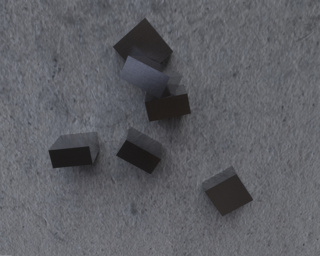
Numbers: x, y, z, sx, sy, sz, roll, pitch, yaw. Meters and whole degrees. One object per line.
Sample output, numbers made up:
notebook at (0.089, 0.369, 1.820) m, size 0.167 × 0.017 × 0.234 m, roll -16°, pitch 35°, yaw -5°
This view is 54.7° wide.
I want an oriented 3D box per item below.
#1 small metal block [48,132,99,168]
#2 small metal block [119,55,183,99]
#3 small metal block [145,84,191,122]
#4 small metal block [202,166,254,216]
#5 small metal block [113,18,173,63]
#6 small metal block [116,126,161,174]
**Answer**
small metal block at (-0.110, 0.028, 0.405) m, size 0.050 × 0.050 × 0.025 m, roll -6°, pitch 110°, yaw 2°
small metal block at (-0.008, -0.057, 0.341) m, size 0.050 × 0.050 × 0.025 m, roll 29°, pitch 109°, yaw 12°
small metal block at (0.009, -0.032, 0.385) m, size 0.050 × 0.050 × 0.025 m, roll -11°, pitch 110°, yaw 3°
small metal block at (0.097, 0.091, 0.445) m, size 0.050 × 0.025 × 0.050 m, roll -32°, pitch 108°, yaw 10°
small metal block at (-0.020, -0.096, 0.374) m, size 0.050 × 0.025 × 0.050 m, roll -39°, pitch 106°, yaw 12°
small metal block at (-0.026, 0.028, 0.406) m, size 0.050 × 0.050 × 0.025 m, roll 30°, pitch 107°, yaw -11°
